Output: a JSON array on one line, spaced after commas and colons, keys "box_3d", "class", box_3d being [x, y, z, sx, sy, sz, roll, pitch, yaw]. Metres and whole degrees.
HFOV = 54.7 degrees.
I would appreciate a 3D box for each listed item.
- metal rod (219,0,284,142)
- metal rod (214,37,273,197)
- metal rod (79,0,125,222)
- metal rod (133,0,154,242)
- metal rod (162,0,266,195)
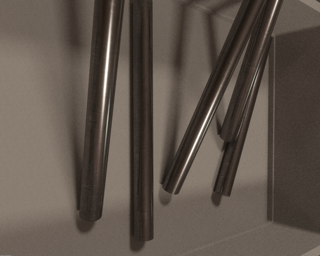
[{"box_3d": [0.131, -0.107, 0.422, 0.025, 0.025, 0.298, -21, 135, -38], "class": "metal rod"}, {"box_3d": [0.147, -0.030, 0.532, 0.025, 0.025, 0.299, 31, 71, -36], "class": "metal rod"}, {"box_3d": [-0.054, -0.040, 0.291, 0.025, 0.025, 0.298, -10, 119, -40], "class": "metal rod"}, {"box_3d": [-0.021, -0.010, 0.390, 0.025, 0.025, 0.298, -1, 90, -40], "class": "metal rod"}, {"box_3d": [0.070, -0.050, 0.390, 0.025, 0.025, 0.298, 11, 107, -40], "class": "metal rod"}]
